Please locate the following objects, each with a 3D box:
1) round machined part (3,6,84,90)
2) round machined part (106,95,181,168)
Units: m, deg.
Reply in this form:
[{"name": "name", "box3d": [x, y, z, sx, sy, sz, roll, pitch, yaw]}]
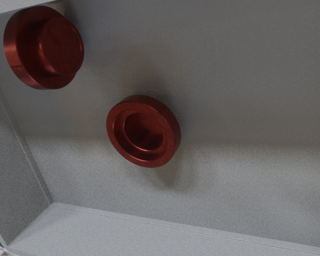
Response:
[{"name": "round machined part", "box3d": [-0.130, -0.095, 0.371, 0.042, 0.098, 0.097, 1, 119, 27]}, {"name": "round machined part", "box3d": [-0.017, 0.001, 0.407, 0.098, 0.042, 0.097, 13, 124, 21]}]
